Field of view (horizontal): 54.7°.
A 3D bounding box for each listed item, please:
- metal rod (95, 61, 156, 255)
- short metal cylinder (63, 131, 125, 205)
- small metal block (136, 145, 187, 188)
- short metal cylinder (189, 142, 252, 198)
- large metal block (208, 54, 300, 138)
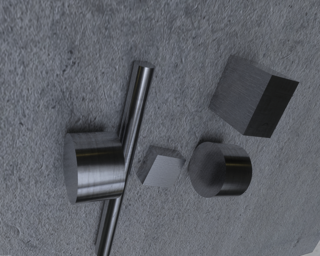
[{"bbox_3d":[-0.052,0.058,0.414,0.025,0.025,0.298,1,118,-29],"label":"metal rod"},{"bbox_3d":[-0.078,0.044,0.356,0.050,0.080,0.079,-3,120,-27],"label":"short metal cylinder"},{"bbox_3d":[0.002,0.056,0.442,0.050,0.025,0.050,14,111,-34],"label":"small metal block"},{"bbox_3d":[0.088,0.062,0.458,0.050,0.080,0.079,7,115,-32],"label":"short metal cylinder"},{"bbox_3d":[0.119,-0.043,0.410,0.050,0.080,0.079,6,115,-31],"label":"large metal block"}]
